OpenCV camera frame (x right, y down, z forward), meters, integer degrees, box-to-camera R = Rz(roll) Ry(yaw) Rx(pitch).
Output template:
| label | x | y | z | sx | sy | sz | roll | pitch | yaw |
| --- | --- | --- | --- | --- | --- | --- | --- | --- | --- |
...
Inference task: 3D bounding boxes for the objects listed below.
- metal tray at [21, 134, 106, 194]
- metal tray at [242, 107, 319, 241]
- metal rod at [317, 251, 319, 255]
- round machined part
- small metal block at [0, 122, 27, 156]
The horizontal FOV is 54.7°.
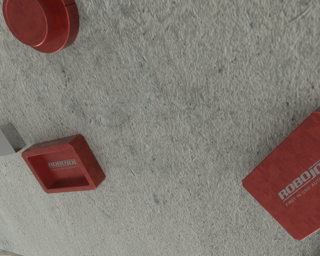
| label | x | y | z | sx | sy | sz | roll | pitch | yaw |
| --- | --- | --- | --- | --- | --- | --- | --- | --- | --- |
| metal tray | -0.166 | 0.065 | 0.528 | 0.130 | 0.030 | 0.090 | -11 | 113 | 32 |
| metal tray | 0.162 | 0.051 | 0.333 | 0.090 | 0.030 | 0.129 | 47 | 131 | 18 |
| metal rod | 0.217 | 0.151 | 0.385 | 0.025 | 0.025 | 0.298 | 17 | 125 | 18 |
| round machined part | -0.155 | -0.141 | 0.388 | 0.098 | 0.042 | 0.097 | 13 | 124 | 20 |
| small metal block | -0.281 | 0.021 | 0.565 | 0.050 | 0.025 | 0.050 | -12 | 113 | 33 |
